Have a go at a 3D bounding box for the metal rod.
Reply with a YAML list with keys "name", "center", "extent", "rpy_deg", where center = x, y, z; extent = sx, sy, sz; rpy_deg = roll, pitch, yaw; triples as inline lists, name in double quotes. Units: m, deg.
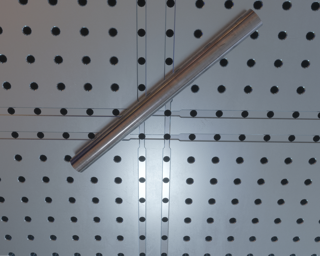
- name: "metal rod"
  center: [-0.001, -0.040, 0.398]
  extent: [0.300, 0.025, 0.025]
  rpy_deg: [-39, 106, 12]
